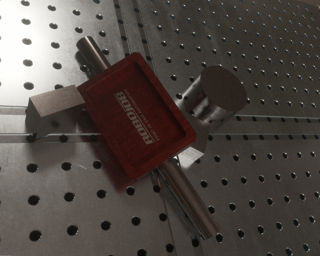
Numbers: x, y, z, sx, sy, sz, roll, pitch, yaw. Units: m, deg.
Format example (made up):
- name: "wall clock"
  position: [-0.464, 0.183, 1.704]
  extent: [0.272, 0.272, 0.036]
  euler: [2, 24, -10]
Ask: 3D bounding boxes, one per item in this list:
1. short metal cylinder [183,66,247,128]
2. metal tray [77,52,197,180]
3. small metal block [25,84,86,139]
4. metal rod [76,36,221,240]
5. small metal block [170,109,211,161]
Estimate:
- name: "short metal cylinder"
  position: [0.082, -0.046, 0.467]
  extent: [0.081, 0.050, 0.080]
  euler: [14, 56, -21]
- name: "metal tray"
  position: [-0.028, -0.015, 0.370]
  extent: [0.090, 0.030, 0.130]
  euler: [-33, 79, -4]
- name: "small metal block"
  position: [-0.116, -0.018, 0.341]
  extent: [0.050, 0.050, 0.025]
  euler: [-25, 76, -37]
- name: "metal rod"
  position: [-0.021, 0.004, 0.395]
  extent: [0.025, 0.025, 0.299]
  euler: [-26, 76, -37]
- name: "small metal block"
  position: [0.038, 0.010, 0.424]
  extent: [0.050, 0.025, 0.050]
  euler: [28, 52, -11]
